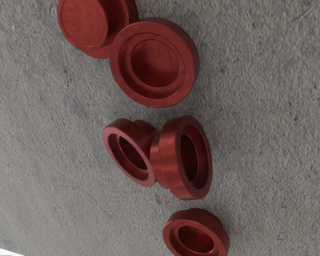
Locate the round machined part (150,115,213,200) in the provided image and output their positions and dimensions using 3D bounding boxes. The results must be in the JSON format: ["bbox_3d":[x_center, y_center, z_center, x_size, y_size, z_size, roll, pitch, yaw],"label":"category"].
[{"bbox_3d":[0.024,0.037,0.368,0.042,0.098,0.098,-12,112,29],"label":"round machined part"}]

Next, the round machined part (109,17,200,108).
[{"bbox_3d":[-0.003,-0.075,0.348,0.098,0.042,0.097,11,125,16],"label":"round machined part"}]

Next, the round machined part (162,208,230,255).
[{"bbox_3d":[0.057,0.160,0.465,0.098,0.042,0.097,13,124,21],"label":"round machined part"}]

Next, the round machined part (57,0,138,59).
[{"bbox_3d":[-0.078,-0.127,0.358,0.098,0.042,0.097,13,124,21],"label":"round machined part"}]

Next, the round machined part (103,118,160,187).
[{"bbox_3d":[-0.028,0.027,0.414,0.098,0.042,0.097,33,145,28],"label":"round machined part"}]
